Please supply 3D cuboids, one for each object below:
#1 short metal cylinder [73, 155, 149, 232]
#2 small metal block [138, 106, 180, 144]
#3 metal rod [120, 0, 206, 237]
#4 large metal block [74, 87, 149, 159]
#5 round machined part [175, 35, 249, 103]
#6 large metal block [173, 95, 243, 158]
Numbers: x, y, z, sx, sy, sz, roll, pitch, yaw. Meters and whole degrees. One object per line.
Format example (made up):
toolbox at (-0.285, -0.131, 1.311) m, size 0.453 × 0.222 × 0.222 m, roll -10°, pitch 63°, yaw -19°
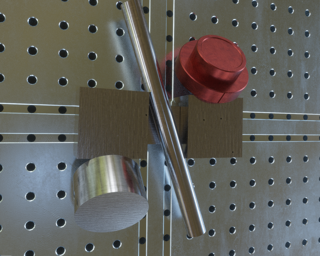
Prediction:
short metal cylinder at (-0.057, 0.076, 0.356) m, size 0.081 × 0.050 × 0.080 m, roll -10°, pitch 135°, yaw -9°
small metal block at (-0.002, -0.004, 0.412) m, size 0.050 × 0.025 × 0.050 m, roll 1°, pitch 90°, yaw -20°
metal rod at (0.006, -0.007, 0.387) m, size 0.025 × 0.025 × 0.298 m, roll -18°, pitch 96°, yaw -19°
large metal block at (-0.060, -0.005, 0.378) m, size 0.081 × 0.050 × 0.080 m, roll 2°, pitch 89°, yaw -20°
round machined part at (0.072, -0.083, 0.404) m, size 0.099 × 0.042 × 0.098 m, roll 10°, pitch 52°, yaw -13°
large metal block at (0.064, -0.001, 0.424) m, size 0.081 × 0.050 × 0.080 m, roll 1°, pitch 90°, yaw -20°
